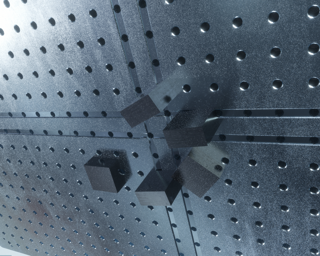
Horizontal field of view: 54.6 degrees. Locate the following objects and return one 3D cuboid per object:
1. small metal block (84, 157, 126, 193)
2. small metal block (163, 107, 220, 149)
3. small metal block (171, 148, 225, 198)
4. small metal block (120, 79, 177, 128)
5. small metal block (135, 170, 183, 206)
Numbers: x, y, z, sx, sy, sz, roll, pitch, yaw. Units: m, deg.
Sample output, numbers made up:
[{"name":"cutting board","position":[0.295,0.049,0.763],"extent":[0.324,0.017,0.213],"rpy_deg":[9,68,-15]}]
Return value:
[{"name":"small metal block","position":[-0.090,0.076,0.507],"extent":[0.050,0.025,0.050],"rpy_deg":[1,119,27]},{"name":"small metal block","position":[0.039,0.000,0.375],"extent":[0.050,0.050,0.025],"rpy_deg":[-6,115,31]},{"name":"small metal block","position":[0.051,0.060,0.422],"extent":[0.050,0.025,0.050],"rpy_deg":[35,129,4]},{"name":"small metal block","position":[-0.014,-0.031,0.384],"extent":[0.050,0.050,0.025],"rpy_deg":[-27,104,37]},{"name":"small metal block","position":[0.000,0.086,0.449],"extent":[0.050,0.050,0.025],"rpy_deg":[-8,114,32]}]
